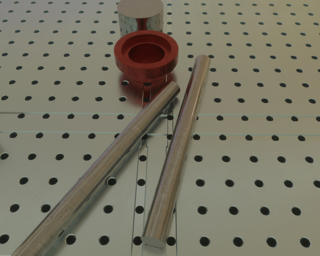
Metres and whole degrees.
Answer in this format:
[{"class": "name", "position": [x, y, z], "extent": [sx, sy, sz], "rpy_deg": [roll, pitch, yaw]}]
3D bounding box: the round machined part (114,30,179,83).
[{"class": "round machined part", "position": [-0.021, -0.109, 0.488], "extent": [0.099, 0.042, 0.098], "rpy_deg": [0, 50, 0]}]

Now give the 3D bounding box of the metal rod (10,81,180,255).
[{"class": "metal rod", "position": [-0.060, 0.038, 0.374], "extent": [0.025, 0.025, 0.301], "rpy_deg": [25, 54, 20]}]

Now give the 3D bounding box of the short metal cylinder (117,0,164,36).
[{"class": "short metal cylinder", "position": [-0.034, -0.196, 0.556], "extent": [0.080, 0.050, 0.080], "rpy_deg": [0, 50, 0]}]

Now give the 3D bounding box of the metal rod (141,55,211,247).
[{"class": "metal rod", "position": [0.031, 0.003, 0.404], "extent": [0.025, 0.025, 0.300], "rpy_deg": [11, 51, 9]}]
